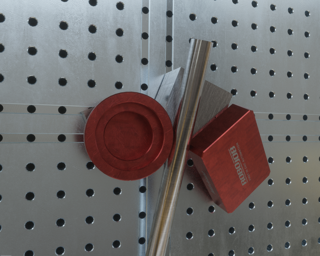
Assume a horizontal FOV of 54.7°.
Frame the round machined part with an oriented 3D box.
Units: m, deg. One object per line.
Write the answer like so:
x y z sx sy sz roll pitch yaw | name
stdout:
-0.038 0.009 0.357 0.099 0.042 0.097 0 91 -17 | round machined part

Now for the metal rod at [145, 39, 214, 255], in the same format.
0.018 0.047 0.373 0.025 0.025 0.298 7 104 -20 | metal rod

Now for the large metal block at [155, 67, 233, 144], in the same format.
0.037 -0.023 0.410 0.080 0.050 0.080 24 82 -19 | large metal block

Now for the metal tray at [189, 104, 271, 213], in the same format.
0.097 0.044 0.415 0.090 0.030 0.130 -40 128 -15 | metal tray

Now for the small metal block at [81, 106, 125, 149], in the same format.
-0.064 -0.006 0.386 0.050 0.025 0.050 -23 98 -19 | small metal block
